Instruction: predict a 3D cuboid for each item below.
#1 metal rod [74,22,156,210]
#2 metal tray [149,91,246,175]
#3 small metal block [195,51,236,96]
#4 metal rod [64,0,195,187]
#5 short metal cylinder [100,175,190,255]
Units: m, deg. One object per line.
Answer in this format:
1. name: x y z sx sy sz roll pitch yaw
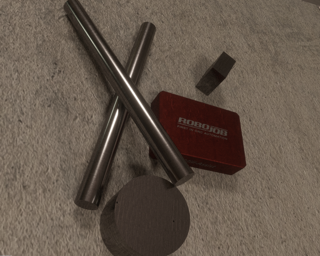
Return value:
1. metal rod: -0.047 -0.040 0.403 0.025 0.025 0.300 24 53 -14
2. metal tray: 0.052 0.008 0.426 0.131 0.030 0.090 14 56 -21
3. small metal block: 0.088 -0.085 0.489 0.025 0.050 0.050 38 51 -3
4. metal rod: -0.050 -0.060 0.384 0.025 0.025 0.299 -16 61 -35
5. short metal cylinder: -0.016 0.095 0.322 0.081 0.050 0.080 14 56 -21
